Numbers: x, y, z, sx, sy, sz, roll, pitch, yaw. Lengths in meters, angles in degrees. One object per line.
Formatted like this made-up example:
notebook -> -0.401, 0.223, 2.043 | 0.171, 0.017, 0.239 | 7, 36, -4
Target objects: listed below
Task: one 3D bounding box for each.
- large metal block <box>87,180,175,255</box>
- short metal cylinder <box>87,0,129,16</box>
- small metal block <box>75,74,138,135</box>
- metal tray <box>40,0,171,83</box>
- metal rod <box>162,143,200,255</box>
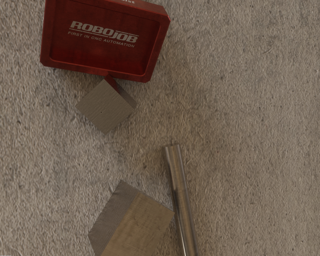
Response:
large metal block -> -0.037, 0.115, 0.367 | 0.050, 0.080, 0.080 | 34, 79, -17
short metal cylinder -> -0.057, -0.179, 0.375 | 0.081, 0.050, 0.079 | 0, 90, -21
small metal block -> -0.064, -0.028, 0.374 | 0.050, 0.025, 0.050 | -39, 106, 17
metal tray -> -0.064, -0.106, 0.356 | 0.131, 0.030, 0.089 | 7, 128, -20
metal rod -> 0.041, 0.169, 0.425 | 0.025, 0.025, 0.298 | -12, 94, -20
